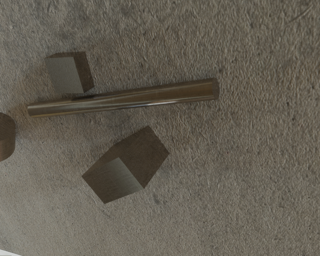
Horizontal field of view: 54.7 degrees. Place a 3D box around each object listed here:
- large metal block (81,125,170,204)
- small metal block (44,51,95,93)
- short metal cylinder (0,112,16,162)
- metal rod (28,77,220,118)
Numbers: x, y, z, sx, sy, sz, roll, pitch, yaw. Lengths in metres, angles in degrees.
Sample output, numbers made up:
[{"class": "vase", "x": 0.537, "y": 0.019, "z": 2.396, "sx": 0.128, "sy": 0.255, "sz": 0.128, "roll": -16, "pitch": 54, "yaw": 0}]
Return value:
[{"class": "large metal block", "x": -0.046, "y": 0.050, "z": 0.425, "sx": 0.080, "sy": 0.080, "sz": 0.050, "roll": -28, "pitch": 103, "yaw": 37}, {"class": "small metal block", "x": -0.123, "y": -0.076, "z": 0.423, "sx": 0.050, "sy": 0.025, "sz": 0.050, "roll": 4, "pitch": 120, "yaw": 26}, {"class": "short metal cylinder", "x": -0.293, "y": 0.015, "z": 0.532, "sx": 0.080, "sy": 0.080, "sz": 0.050, "roll": 29, "pitch": 128, "yaw": 9}, {"class": "metal rod", "x": -0.069, "y": -0.036, "z": 0.418, "sx": 0.300, "sy": 0.025, "sz": 0.025, "roll": -4, "pitch": 117, "yaw": 29}]
